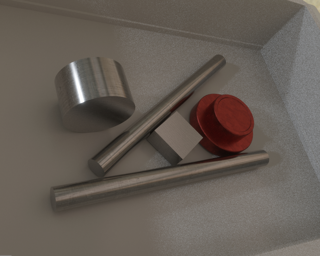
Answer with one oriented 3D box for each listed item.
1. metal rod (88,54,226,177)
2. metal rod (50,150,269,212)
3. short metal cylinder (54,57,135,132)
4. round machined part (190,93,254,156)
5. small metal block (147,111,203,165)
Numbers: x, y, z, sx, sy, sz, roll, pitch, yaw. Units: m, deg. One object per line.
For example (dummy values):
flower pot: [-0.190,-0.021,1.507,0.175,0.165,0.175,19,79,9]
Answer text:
metal rod: [0.016,-0.035,0.435,0.025,0.025,0.302,45,51,3]
metal rod: [0.024,0.057,0.383,0.303,0.025,0.025,-6,65,-31]
short metal cylinder: [-0.074,-0.035,0.352,0.081,0.080,0.050,-5,65,-31]
round machined part: [0.097,-0.010,0.451,0.099,0.042,0.098,14,56,-21]
small metal block: [0.020,0.014,0.407,0.050,0.025,0.050,46,51,3]
